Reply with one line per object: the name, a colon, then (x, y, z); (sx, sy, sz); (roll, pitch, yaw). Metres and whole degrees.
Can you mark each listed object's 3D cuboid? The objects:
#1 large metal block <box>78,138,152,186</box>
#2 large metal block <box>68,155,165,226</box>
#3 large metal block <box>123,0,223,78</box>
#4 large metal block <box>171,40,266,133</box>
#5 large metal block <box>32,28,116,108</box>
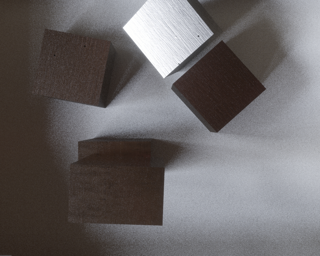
large metal block: (-0.051, 0.039, 0.383); (0.081, 0.080, 0.050); (0, 90, -1)
large metal block: (-0.037, 0.057, 0.304); (0.081, 0.080, 0.050); (2, 91, -1)
large metal block: (0.017, -0.121, 0.382); (0.080, 0.050, 0.080); (-38, 91, 30)
large metal block: (0.072, -0.051, 0.400); (0.080, 0.050, 0.080); (-42, 91, 0)
large metal block: (-0.107, -0.073, 0.397); (0.080, 0.050, 0.080); (11, 90, -1)
